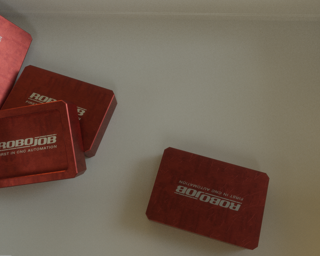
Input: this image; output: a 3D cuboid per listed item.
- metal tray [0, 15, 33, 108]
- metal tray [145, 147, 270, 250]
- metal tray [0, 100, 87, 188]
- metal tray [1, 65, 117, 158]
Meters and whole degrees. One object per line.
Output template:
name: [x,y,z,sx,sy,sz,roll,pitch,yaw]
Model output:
metal tray: [-0.235,-0.089,0.406,0.030,0.090,0.130,-5,64,40]
metal tray: [0.057,0.084,0.376,0.131,0.030,0.090,15,71,5]
metal tray: [-0.161,0.021,0.371,0.131,0.030,0.089,-9,90,7]
metal tray: [-0.135,-0.023,0.414,0.131,0.030,0.090,18,71,6]
